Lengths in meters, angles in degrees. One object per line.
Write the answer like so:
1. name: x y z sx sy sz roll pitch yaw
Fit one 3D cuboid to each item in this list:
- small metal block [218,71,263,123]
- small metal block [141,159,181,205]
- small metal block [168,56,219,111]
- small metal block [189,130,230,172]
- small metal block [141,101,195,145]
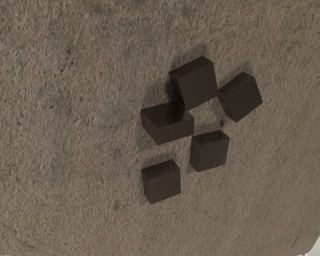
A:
1. small metal block: 0.114 -0.044 0.445 0.050 0.025 0.050 -38 130 -3
2. small metal block: 0.002 0.080 0.459 0.050 0.025 0.050 -17 126 -19
3. small metal block: 0.044 -0.057 0.398 0.050 0.025 0.050 -28 128 -11
4. small metal block: 0.075 0.035 0.472 0.050 0.025 0.050 -12 124 -22
5. small metal block: 0.009 -0.008 0.392 0.050 0.050 0.025 -16 125 -20
